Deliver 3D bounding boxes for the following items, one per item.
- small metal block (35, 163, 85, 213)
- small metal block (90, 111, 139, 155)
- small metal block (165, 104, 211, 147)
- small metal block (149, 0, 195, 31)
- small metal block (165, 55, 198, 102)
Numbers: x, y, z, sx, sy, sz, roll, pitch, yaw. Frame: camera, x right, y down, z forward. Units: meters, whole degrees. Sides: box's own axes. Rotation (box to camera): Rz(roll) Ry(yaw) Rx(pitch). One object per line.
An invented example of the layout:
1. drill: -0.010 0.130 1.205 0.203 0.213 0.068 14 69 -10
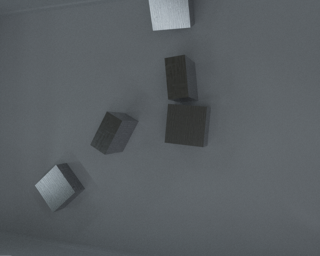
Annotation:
1. small metal block: -0.150 0.089 0.463 0.050 0.025 0.050 -42 77 15
2. small metal block: -0.060 0.006 0.418 0.025 0.050 0.050 31 100 17
3. small metal block: 0.036 -0.004 0.398 0.050 0.025 0.050 6 92 20
4. small metal block: 0.015 -0.154 0.394 0.050 0.025 0.050 1 118 20
5. small metal block: 0.028 -0.060 0.387 0.025 0.050 0.050 -6 88 20
